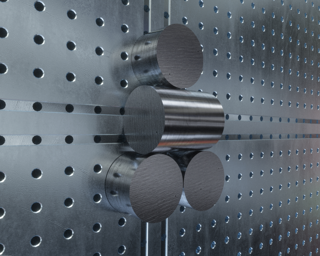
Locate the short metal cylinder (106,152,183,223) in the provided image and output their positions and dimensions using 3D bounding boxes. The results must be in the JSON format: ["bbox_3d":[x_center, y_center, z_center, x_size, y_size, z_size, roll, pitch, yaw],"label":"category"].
[{"bbox_3d":[-0.018,0.070,0.378,0.081,0.050,0.079,0,90,-40],"label":"short metal cylinder"}]

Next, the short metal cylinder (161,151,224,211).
[{"bbox_3d":[0.044,0.070,0.430,0.081,0.050,0.079,0,90,-40],"label":"short metal cylinder"}]

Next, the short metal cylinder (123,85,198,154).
[{"bbox_3d":[-0.001,-0.010,0.375,0.050,0.080,0.079,1,90,-40],"label":"short metal cylinder"}]

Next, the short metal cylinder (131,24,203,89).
[{"bbox_3d":[0.010,-0.089,0.403,0.081,0.050,0.079,0,90,-40],"label":"short metal cylinder"}]

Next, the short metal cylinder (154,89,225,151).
[{"bbox_3d":[0.037,-0.010,0.407,0.050,0.080,0.079,1,90,-40],"label":"short metal cylinder"}]
